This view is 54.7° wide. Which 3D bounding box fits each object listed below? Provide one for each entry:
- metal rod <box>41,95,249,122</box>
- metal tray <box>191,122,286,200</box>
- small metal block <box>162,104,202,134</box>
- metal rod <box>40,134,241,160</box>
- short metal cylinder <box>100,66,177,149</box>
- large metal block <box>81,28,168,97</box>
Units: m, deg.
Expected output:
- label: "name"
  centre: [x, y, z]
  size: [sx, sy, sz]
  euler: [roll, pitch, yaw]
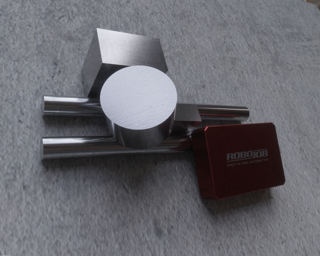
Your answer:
- label: "metal rod"
  centre: [0.001, -0.024, 0.422]
  size: [0.303, 0.025, 0.025]
  euler: [1, 62, -28]
- label: "metal tray"
  centre: [0.109, 0.041, 0.419]
  size: [0.131, 0.030, 0.090]
  euler: [-3, 81, -31]
- label: "small metal block"
  centre: [0.017, -0.008, 0.404]
  size: [0.050, 0.050, 0.025]
  euler: [1, 62, -28]
- label: "metal rod"
  centre: [0.008, 0.021, 0.399]
  size: [0.303, 0.025, 0.025]
  euler: [0, 62, -29]
- label: "short metal cylinder"
  centre: [-0.023, -0.023, 0.346]
  size: [0.081, 0.050, 0.080]
  euler: [1, 63, -1]
- label: "large metal block"
  centre: [-0.048, -0.072, 0.390]
  size: [0.081, 0.080, 0.050]
  euler: [1, 62, -28]
